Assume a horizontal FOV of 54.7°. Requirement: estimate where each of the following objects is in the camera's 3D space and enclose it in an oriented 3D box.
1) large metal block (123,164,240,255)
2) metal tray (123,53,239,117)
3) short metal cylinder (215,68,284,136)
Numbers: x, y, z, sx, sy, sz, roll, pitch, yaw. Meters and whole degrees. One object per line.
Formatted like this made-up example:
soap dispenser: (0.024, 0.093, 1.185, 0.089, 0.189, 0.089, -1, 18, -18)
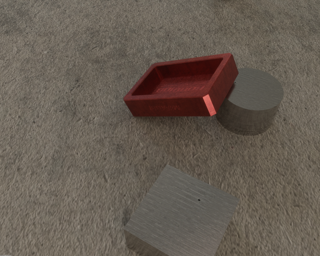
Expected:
large metal block: (0.022, 0.095, 0.307, 0.080, 0.050, 0.080, 24, 54, 19)
metal tray: (0.026, -0.055, 0.409, 0.130, 0.030, 0.090, 2, 44, 38)
short metal cylinder: (0.118, -0.036, 0.418, 0.081, 0.050, 0.080, 0, 50, 0)
